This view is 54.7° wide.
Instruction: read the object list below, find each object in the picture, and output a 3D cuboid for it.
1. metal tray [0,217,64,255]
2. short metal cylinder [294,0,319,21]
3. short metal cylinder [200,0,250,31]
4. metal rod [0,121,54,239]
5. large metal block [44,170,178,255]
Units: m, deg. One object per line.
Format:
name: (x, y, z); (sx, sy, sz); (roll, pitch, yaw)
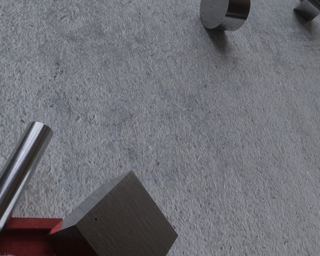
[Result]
metal tray: (-0.128, 0.140, 0.246); (0.091, 0.030, 0.130); (9, 58, -24)
short metal cylinder: (0.380, -0.313, 0.764); (0.050, 0.080, 0.080); (39, 51, -2)
short metal cylinder: (0.117, -0.220, 0.566); (0.050, 0.080, 0.080); (-4, 64, -30)
metal rod: (-0.146, 0.119, 0.213); (0.025, 0.025, 0.300); (25, 53, -13)
large metal block: (-0.040, 0.099, 0.283); (0.080, 0.050, 0.080); (56, 37, -6)
